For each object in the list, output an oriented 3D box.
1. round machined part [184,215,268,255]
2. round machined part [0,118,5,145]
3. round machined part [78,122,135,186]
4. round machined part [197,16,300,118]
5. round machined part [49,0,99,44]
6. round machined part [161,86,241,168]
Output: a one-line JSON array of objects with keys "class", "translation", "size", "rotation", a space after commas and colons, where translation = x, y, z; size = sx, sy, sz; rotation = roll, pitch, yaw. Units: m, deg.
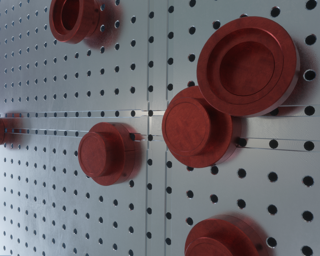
[{"class": "round machined part", "translation": [0.067, 0.151, 0.344], "size": [0.098, 0.042, 0.097], "rotation": [0, 90, 40]}, {"class": "round machined part", "translation": [-0.406, 0.008, 0.736], "size": [0.098, 0.042, 0.097], "rotation": [0, 90, 40]}, {"class": "round machined part", "translation": [-0.088, 0.040, 0.472], "size": [0.098, 0.042, 0.097], "rotation": [0, 90, 40]}, {"class": "round machined part", "translation": [0.091, -0.059, 0.318], "size": [0.098, 0.042, 0.098], "rotation": [-3, 84, 32]}, {"class": "round machined part", "translation": [-0.139, -0.188, 0.514], "size": [0.098, 0.042, 0.097], "rotation": [0, 90, 40]}, {"class": "round machined part", "translation": [0.041, -0.001, 0.366], "size": [0.098, 0.042, 0.097], "rotation": [0, 90, 40]}]
